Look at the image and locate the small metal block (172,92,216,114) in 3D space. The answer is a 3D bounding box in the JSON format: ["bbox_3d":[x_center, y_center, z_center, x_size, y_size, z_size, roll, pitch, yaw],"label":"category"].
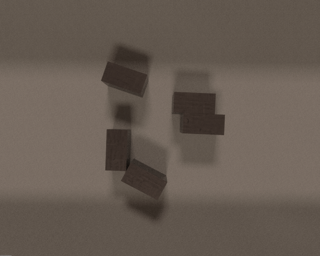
[{"bbox_3d":[0.042,-0.030,0.399,0.050,0.050,0.025,2,90,-1],"label":"small metal block"}]

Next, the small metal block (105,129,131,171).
[{"bbox_3d":[-0.053,0.027,0.398,0.025,0.050,0.050,2,90,0],"label":"small metal block"}]

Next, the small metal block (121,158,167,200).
[{"bbox_3d":[-0.019,0.064,0.399,0.050,0.050,0.025,28,90,-1],"label":"small metal block"}]

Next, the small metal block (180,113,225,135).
[{"bbox_3d":[0.053,-0.005,0.400,0.050,0.050,0.025,3,91,-1],"label":"small metal block"}]

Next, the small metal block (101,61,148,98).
[{"bbox_3d":[-0.043,-0.061,0.398,0.050,0.050,0.025,19,90,-1],"label":"small metal block"}]
